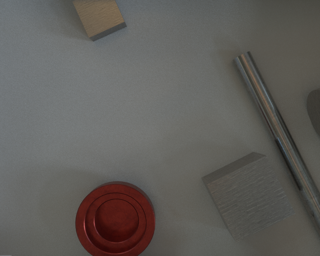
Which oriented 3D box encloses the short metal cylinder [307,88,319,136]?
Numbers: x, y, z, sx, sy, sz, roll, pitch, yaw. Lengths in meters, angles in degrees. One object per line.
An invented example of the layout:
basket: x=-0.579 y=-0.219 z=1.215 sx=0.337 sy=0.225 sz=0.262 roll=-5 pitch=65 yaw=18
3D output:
short metal cylinder: x=0.231 y=-0.020 z=0.387 sx=0.050 sy=0.080 sz=0.080 roll=-22 pitch=90 yaw=0

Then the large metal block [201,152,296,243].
large metal block: x=0.111 y=0.086 z=0.401 sx=0.080 sy=0.050 sz=0.080 roll=-27 pitch=90 yaw=0

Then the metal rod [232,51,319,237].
metal rod: x=0.175 y=0.037 z=0.413 sx=0.025 sy=0.025 sz=0.299 roll=-26 pitch=90 yaw=0

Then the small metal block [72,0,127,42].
small metal block: x=-0.078 y=-0.150 z=0.408 sx=0.050 sy=0.025 sz=0.050 roll=-24 pitch=94 yaw=2

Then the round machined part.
round machined part: x=-0.055 y=0.117 z=0.402 sx=0.099 sy=0.042 sz=0.097 roll=0 pitch=90 yaw=-1
